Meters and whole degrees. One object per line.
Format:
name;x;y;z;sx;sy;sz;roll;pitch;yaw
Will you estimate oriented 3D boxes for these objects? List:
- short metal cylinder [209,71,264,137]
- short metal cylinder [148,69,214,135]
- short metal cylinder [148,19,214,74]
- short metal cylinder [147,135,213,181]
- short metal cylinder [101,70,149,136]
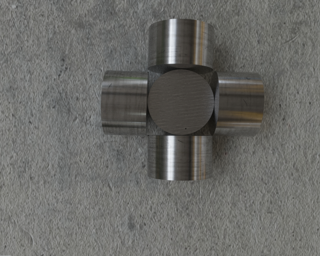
short metal cylinder;0.091;-0.030;0.385;0.050;0.080;0.079;2;90;0
short metal cylinder;0.025;-0.031;0.399;0.081;0.050;0.079;0;90;-1
short metal cylinder;0.026;-0.097;0.383;0.081;0.080;0.050;2;91;-1
short metal cylinder;0.025;0.034;0.384;0.081;0.080;0.050;0;90;-1
short metal cylinder;-0.040;-0.030;0.383;0.050;0.080;0.079;2;90;0
